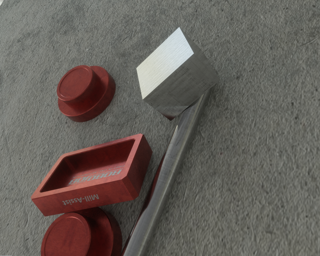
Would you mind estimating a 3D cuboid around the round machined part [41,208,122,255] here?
[{"bbox_3d":[-0.097,0.137,0.360,0.098,0.042,0.098,-13,56,21],"label":"round machined part"}]

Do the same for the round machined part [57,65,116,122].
[{"bbox_3d":[-0.124,-0.062,0.496,0.098,0.042,0.098,-13,56,21],"label":"round machined part"}]

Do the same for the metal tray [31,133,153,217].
[{"bbox_3d":[-0.081,0.057,0.383,0.130,0.030,0.090,-15,28,19],"label":"metal tray"}]

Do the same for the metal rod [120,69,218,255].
[{"bbox_3d":[0.008,0.054,0.366,0.025,0.025,0.300,11,67,33],"label":"metal rod"}]

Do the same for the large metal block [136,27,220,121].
[{"bbox_3d":[0.019,-0.070,0.397,0.080,0.050,0.080,-40,35,20],"label":"large metal block"}]
